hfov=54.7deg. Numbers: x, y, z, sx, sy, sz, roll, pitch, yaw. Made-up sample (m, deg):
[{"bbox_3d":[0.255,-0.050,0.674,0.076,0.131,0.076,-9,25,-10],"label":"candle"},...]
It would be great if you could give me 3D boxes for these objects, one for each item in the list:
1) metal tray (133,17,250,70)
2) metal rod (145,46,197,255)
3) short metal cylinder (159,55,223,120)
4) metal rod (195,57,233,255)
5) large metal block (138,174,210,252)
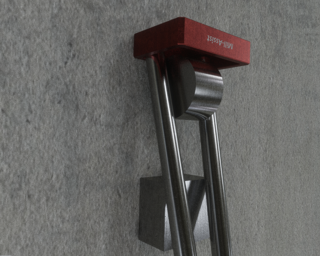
[{"bbox_3d":[0.043,-0.102,0.401,0.131,0.090,0.030,3,89,-40],"label":"metal tray"},{"bbox_3d":[0.014,0.043,0.360,0.025,0.025,0.299,3,73,-40],"label":"metal rod"},{"bbox_3d":[0.034,-0.050,0.402,0.050,0.080,0.079,3,89,-41],"label":"short metal cylinder"},{"bbox_3d":[0.069,0.046,0.405,0.025,0.025,0.299,11,68,-40],"label":"metal rod"},{"bbox_3d":[0.020,0.106,0.407,0.081,0.050,0.079,2,89,-40],"label":"large metal block"}]
